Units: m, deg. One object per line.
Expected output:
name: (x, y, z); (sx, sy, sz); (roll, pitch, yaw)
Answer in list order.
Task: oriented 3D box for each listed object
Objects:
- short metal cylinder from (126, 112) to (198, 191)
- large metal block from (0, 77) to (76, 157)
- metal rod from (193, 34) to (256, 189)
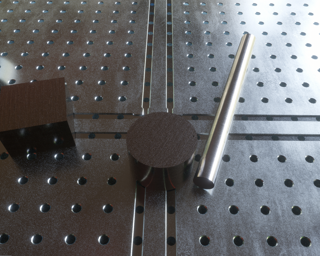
short metal cylinder: (0.002, 0.027, 0.369); (0.081, 0.050, 0.080); (0, 50, 0)
large metal block: (-0.158, -0.016, 0.403); (0.081, 0.050, 0.080); (-10, 51, -9)
metal rod: (0.102, -0.045, 0.445); (0.025, 0.025, 0.301); (16, 52, 13)
